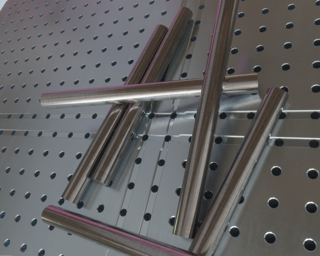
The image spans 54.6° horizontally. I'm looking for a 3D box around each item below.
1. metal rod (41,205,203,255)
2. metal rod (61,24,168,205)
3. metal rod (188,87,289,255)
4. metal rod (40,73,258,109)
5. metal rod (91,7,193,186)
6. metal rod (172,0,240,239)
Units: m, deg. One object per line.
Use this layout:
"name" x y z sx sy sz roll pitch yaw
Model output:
"metal rod" -0.029 0.123 0.325 0.300 0.025 0.025 3 63 38
"metal rod" -0.058 -0.031 0.458 0.025 0.025 0.300 14 69 34
"metal rod" 0.064 0.085 0.322 0.025 0.025 0.300 20 72 35
"metal rod" -0.025 -0.048 0.420 0.301 0.025 0.025 -3 60 15
"metal rod" -0.019 -0.058 0.454 0.025 0.025 0.300 13 68 33
"metal rod" 0.058 -0.028 0.362 0.025 0.025 0.299 5 74 30
